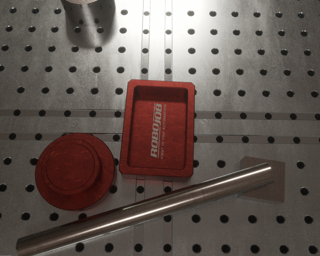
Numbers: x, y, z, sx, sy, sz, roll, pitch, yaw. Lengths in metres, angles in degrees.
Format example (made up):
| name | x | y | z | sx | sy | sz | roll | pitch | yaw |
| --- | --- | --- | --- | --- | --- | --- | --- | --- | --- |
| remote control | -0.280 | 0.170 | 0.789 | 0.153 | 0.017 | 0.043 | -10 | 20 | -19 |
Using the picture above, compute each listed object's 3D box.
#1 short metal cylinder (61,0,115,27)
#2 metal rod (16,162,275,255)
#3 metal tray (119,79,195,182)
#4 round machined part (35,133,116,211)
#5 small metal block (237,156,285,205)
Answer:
| name | x | y | z | sx | sy | sz | roll | pitch | yaw |
| --- | --- | --- | --- | --- | --- | --- | --- | --- | --- |
| short metal cylinder | -0.111 | -0.203 | 0.471 | 0.081 | 0.050 | 0.080 | 0 | 70 | 0 |
| metal rod | -0.015 | 0.096 | 0.361 | 0.302 | 0.025 | 0.025 | -17 | 71 | -1 |
| metal tray | -0.002 | 0.002 | 0.408 | 0.091 | 0.030 | 0.130 | 3 | 70 | 1 |
| round machined part | -0.105 | 0.051 | 0.383 | 0.099 | 0.042 | 0.098 | 0 | 70 | 0 |
| small metal block | 0.127 | 0.066 | 0.389 | 0.050 | 0.025 | 0.050 | 9 | 70 | 3 |
